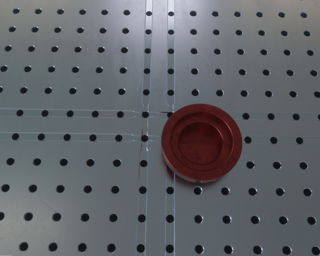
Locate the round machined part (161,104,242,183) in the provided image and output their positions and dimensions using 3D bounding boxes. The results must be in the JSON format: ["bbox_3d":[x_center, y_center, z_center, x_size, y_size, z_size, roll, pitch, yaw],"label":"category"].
[{"bbox_3d":[0.051,0.022,0.395,0.099,0.042,0.098,0,70,0],"label":"round machined part"}]
